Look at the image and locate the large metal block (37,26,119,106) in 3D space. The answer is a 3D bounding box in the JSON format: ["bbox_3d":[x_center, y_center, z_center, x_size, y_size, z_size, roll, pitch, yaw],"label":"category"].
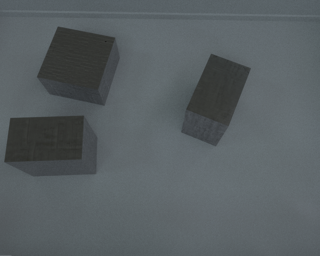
[{"bbox_3d":[-0.108,-0.084,0.426,0.080,0.050,0.080,12,70,4],"label":"large metal block"}]

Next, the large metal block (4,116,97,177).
[{"bbox_3d":[-0.123,0.024,0.370,0.081,0.080,0.050,-2,70,-1],"label":"large metal block"}]

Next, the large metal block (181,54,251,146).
[{"bbox_3d":[0.068,-0.032,0.393,0.050,0.080,0.080,22,72,7],"label":"large metal block"}]
